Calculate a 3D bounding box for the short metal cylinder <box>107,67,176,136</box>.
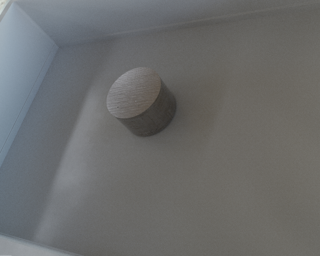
[{"bbox_3d":[-0.025,-0.035,0.423,0.080,0.050,0.080,-13,56,21],"label":"short metal cylinder"}]
